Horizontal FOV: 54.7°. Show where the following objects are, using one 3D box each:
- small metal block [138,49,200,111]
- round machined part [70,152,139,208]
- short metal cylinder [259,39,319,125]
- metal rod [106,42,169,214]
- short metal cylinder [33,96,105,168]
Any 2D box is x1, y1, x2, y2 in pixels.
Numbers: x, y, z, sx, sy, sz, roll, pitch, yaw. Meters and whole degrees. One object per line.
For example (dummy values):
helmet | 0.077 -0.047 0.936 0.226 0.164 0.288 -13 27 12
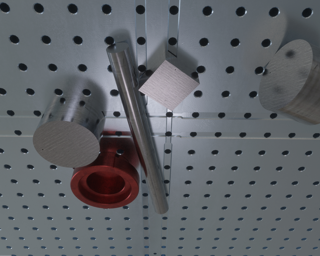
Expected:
small metal block | 0.010 -0.055 0.365 0.050 0.025 0.050 31 124 -24
round machined part | -0.080 0.074 0.463 0.099 0.042 0.097 0 130 0
short metal cylinder | 0.154 -0.048 0.336 0.050 0.080 0.079 19 128 -15
metal rod | -0.022 0.025 0.432 0.025 0.025 0.298 -7 130 6
short metal cylinder | -0.114 0.006 0.399 0.081 0.050 0.079 0 130 0
